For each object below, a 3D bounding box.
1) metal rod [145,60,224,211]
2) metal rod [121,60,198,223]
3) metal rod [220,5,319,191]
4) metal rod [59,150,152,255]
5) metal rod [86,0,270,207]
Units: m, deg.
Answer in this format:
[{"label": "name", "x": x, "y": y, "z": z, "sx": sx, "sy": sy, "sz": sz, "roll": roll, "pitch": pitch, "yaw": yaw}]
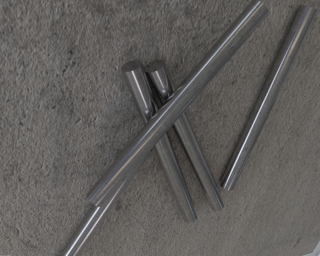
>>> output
[{"label": "metal rod", "x": 0.047, "y": 0.032, "z": 0.452, "sx": 0.025, "sy": 0.025, "sz": 0.299, "roll": -33, "pitch": 129, "yaw": -7}, {"label": "metal rod", "x": 0.010, "y": 0.041, "z": 0.437, "sx": 0.025, "sy": 0.025, "sz": 0.299, "roll": -29, "pitch": 128, "yaw": -10}, {"label": "metal rod", "x": 0.157, "y": -0.031, "z": 0.473, "sx": 0.025, "sy": 0.025, "sz": 0.298, "roll": 4, "pitch": 116, "yaw": -30}, {"label": "metal rod", "x": -0.103, "y": 0.144, "z": 0.439, "sx": 0.025, "sy": 0.025, "sz": 0.299, "roll": 25, "pitch": 105, "yaw": -37}, {"label": "metal rod", "x": 0.017, "y": -0.024, "z": 0.366, "sx": 0.299, "sy": 0.025, "sz": 0.025, "roll": -49, "pitch": 129, "yaw": 6}]
